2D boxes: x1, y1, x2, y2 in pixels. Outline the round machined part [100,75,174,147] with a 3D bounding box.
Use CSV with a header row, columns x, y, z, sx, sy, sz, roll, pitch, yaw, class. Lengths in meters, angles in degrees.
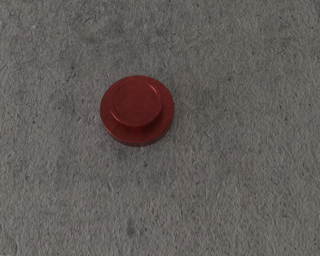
x,y,z,sx,sy,sz,roll,pitch,yaw,class
-0.030,-0.027,0.409,0.099,0.042,0.098,0,70,0,round machined part
